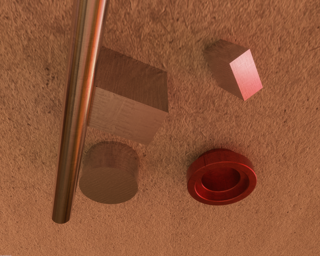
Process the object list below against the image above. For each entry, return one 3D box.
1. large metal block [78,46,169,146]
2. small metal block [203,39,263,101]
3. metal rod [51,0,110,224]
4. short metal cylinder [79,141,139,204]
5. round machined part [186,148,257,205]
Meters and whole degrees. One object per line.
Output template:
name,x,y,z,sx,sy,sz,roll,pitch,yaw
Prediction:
large metal block,-0.039,-0.036,0.340,0.081,0.080,0.050,19,127,-16
small metal block,0.078,-0.063,0.334,0.025,0.050,0.050,-37,126,-5
metal rod,-0.085,0.002,0.302,0.025,0.025,0.298,12,129,-11
short metal cylinder,-0.071,0.065,0.445,0.081,0.050,0.079,0,130,0
round machined part,0.088,0.068,0.455,0.099,0.042,0.097,-1,130,0
